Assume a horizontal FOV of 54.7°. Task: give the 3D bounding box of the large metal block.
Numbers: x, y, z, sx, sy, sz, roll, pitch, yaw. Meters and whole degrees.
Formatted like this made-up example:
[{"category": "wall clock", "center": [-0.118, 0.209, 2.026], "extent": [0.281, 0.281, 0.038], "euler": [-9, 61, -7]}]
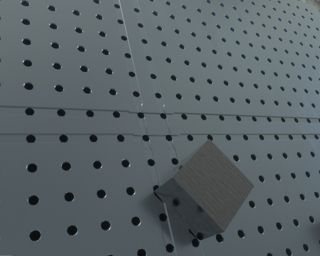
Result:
[{"category": "large metal block", "center": [0.055, 0.074, 0.378], "extent": [0.080, 0.050, 0.080], "euler": [47, 51, 4]}]
